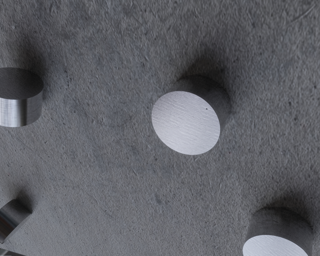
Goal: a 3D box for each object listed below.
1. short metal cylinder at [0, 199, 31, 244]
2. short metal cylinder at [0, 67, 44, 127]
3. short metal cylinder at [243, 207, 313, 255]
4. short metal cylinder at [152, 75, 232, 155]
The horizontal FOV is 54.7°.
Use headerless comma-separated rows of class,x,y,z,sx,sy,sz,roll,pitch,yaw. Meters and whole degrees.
short metal cylinder,-0.327,0.201,0.668,0.050,0.080,0.080,42,129,-1
short metal cylinder,-0.216,-0.046,0.457,0.080,0.080,0.050,29,128,10
short metal cylinder,0.154,0.150,0.403,0.080,0.050,0.079,13,124,21
short metal cylinder,0.037,-0.016,0.361,0.080,0.050,0.079,13,124,21
